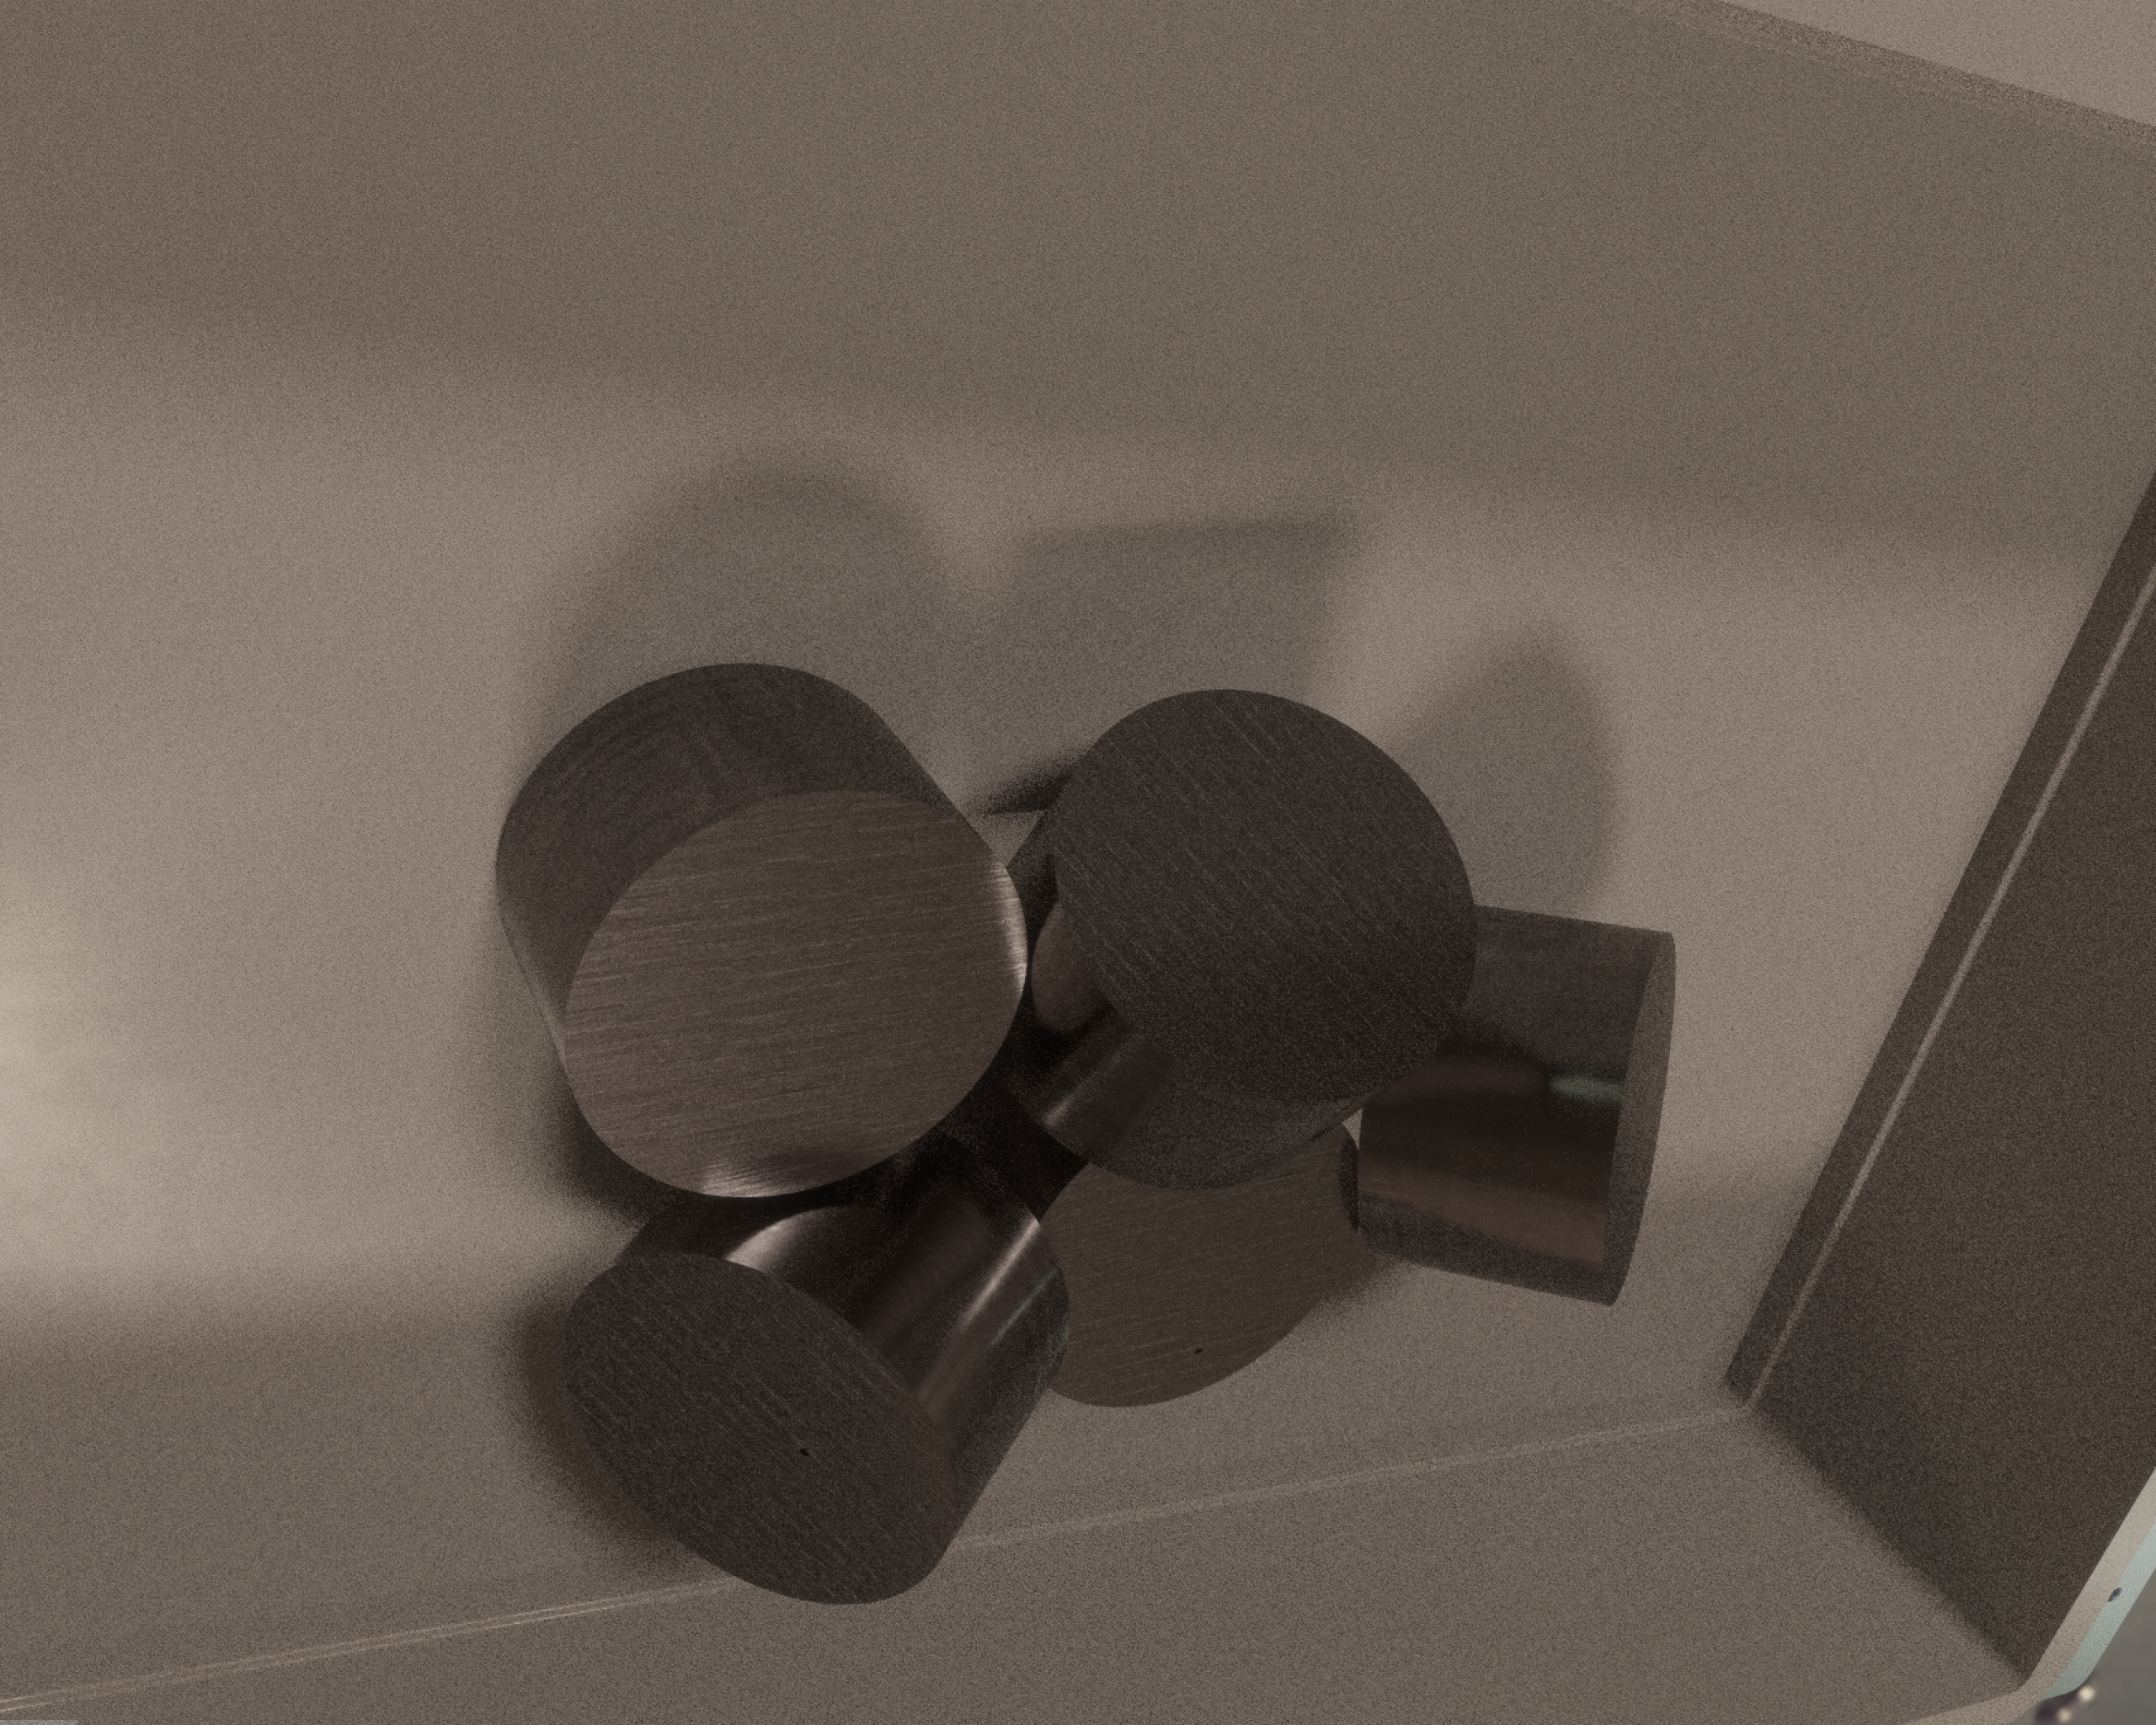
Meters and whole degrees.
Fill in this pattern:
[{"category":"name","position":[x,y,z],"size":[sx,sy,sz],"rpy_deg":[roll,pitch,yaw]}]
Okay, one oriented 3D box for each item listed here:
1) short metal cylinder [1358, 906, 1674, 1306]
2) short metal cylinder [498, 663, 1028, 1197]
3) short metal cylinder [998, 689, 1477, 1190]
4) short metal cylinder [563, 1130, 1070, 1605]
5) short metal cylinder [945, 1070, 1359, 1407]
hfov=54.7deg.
[{"category":"short metal cylinder","position":[0.096,0.051,0.450],"size":[0.080,0.050,0.080],"rpy_deg":[8,91,-68]},{"category":"short metal cylinder","position":[-0.056,0.012,0.367],"size":[0.081,0.050,0.079],"rpy_deg":[-14,125,-21]},{"category":"short metal cylinder","position":[0.026,0.015,0.386],"size":[0.081,0.080,0.050],"rpy_deg":[-8,158,-25]},{"category":"short metal cylinder","position":[-0.048,0.091,0.394],"size":[0.050,0.080,0.079],"rpy_deg":[-49,149,-54]},{"category":"short metal cylinder","position":[0.013,0.067,0.441],"size":[0.081,0.050,0.079],"rpy_deg":[-14,125,-21]}]
